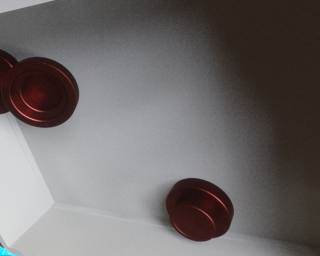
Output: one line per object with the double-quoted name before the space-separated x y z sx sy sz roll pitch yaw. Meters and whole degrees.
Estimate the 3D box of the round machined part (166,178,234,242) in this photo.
"round machined part" 0.053 0.124 0.447 0.098 0.042 0.097 13 124 21

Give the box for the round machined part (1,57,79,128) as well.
"round machined part" -0.164 -0.053 0.435 0.099 0.042 0.097 -1 119 -2

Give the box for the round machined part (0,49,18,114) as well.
"round machined part" -0.247 -0.073 0.471 0.098 0.042 0.097 3 113 7
